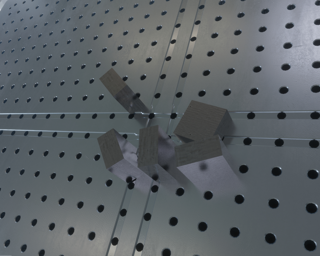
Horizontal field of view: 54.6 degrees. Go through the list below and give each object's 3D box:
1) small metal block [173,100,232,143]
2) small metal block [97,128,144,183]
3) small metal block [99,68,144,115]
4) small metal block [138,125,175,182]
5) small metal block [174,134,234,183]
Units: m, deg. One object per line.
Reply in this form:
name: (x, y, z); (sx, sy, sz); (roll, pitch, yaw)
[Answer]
small metal block: (0.053, -0.002, 0.383); (0.050, 0.025, 0.050); (20, 72, 35)
small metal block: (-0.051, 0.036, 0.398); (0.025, 0.050, 0.050); (-32, 52, 8)
small metal block: (-0.056, -0.054, 0.456); (0.025, 0.050, 0.050); (-41, 51, 0)
small metal block: (-0.003, 0.032, 0.375); (0.025, 0.050, 0.050); (-13, 56, 21)
small metal block: (0.050, 0.036, 0.345); (0.050, 0.050, 0.025); (-17, 55, 18)
